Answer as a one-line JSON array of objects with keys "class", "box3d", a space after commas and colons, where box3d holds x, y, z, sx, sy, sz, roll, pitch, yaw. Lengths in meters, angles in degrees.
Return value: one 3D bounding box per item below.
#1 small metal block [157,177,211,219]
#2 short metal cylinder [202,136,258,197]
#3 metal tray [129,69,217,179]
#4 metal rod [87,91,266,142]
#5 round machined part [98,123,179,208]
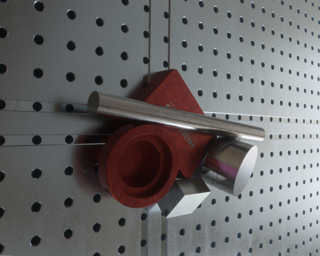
[{"class": "small metal block", "box3d": [0.032, 0.094, 0.421, 0.050, 0.025, 0.050, 3, 131, -41]}, {"class": "short metal cylinder", "box3d": [0.105, 0.055, 0.464, 0.081, 0.050, 0.079, -36, 137, -43]}, {"class": "metal tray", "box3d": [0.020, -0.004, 0.426, 0.090, 0.030, 0.130, -51, 120, -28]}, {"class": "metal rod", "box3d": [0.047, -0.007, 0.410, 0.302, 0.025, 0.025, 9, 84, -40]}, {"class": "round machined part", "box3d": [-0.028, 0.042, 0.370, 0.099, 0.042, 0.097, -5, 99, -34]}]
